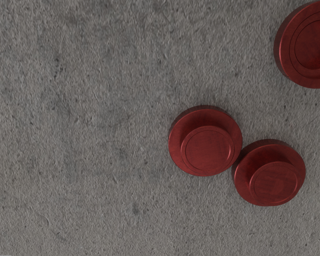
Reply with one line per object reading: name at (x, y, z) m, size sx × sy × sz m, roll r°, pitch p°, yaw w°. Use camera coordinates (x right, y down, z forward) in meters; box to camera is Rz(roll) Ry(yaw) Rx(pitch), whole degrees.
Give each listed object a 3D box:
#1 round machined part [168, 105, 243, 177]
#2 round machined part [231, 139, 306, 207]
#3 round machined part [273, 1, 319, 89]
round machined part at (0.060, 0.022, 0.409) m, size 0.099 × 0.042 × 0.097 m, roll 0°, pitch 110°, yaw 0°
round machined part at (0.152, 0.068, 0.427) m, size 0.099 × 0.042 × 0.097 m, roll 0°, pitch 110°, yaw 0°
round machined part at (0.183, -0.099, 0.366) m, size 0.099 × 0.042 × 0.097 m, roll 0°, pitch 110°, yaw 0°
